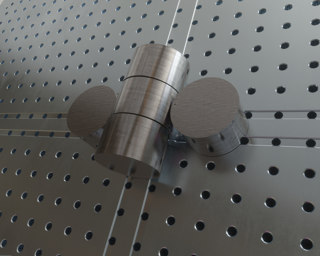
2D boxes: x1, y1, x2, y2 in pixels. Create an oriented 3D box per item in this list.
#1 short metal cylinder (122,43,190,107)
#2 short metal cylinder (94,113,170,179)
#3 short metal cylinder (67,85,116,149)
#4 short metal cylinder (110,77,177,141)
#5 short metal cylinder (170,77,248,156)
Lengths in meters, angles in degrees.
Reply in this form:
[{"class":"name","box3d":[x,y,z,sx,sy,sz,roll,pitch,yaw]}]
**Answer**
[{"class":"short metal cylinder","box3d":[-0.005,-0.067,0.414,0.080,0.080,0.050,3,63,29]},{"class":"short metal cylinder","box3d":[-0.033,0.024,0.373,0.080,0.080,0.050,1,63,28]},{"class":"short metal cylinder","box3d":[-0.084,-0.014,0.442,0.080,0.050,0.080,-13,56,20]},{"class":"short metal cylinder","box3d":[-0.018,-0.021,0.393,0.080,0.080,0.050,2,63,29]},{"class":"short metal cylinder","box3d":[0.059,-0.013,0.367,0.080,0.050,0.080,-13,56,20]}]
